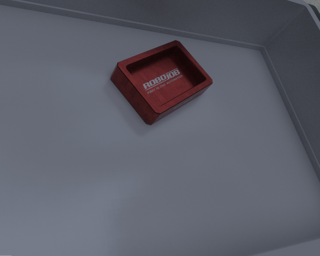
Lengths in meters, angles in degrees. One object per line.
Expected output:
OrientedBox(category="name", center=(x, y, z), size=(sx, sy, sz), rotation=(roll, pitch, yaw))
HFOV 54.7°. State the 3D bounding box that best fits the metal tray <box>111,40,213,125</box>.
OrientedBox(category="metal tray", center=(0.006, -0.071, 0.450), size=(0.131, 0.030, 0.090), rotation=(-33, 80, -38))
